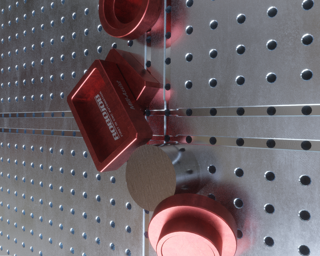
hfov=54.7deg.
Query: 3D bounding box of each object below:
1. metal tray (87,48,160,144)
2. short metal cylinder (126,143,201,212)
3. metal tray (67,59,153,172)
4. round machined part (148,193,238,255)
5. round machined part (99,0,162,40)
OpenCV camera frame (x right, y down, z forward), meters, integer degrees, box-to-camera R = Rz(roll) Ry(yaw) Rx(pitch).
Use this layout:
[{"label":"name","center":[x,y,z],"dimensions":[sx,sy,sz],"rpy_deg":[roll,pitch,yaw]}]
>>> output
[{"label":"metal tray","center":[-0.066,-0.039,0.458],"dimensions":[0.090,0.030,0.129],"rpy_deg":[48,118,28]},{"label":"short metal cylinder","center":[0.003,0.059,0.389],"dimensions":[0.080,0.050,0.079],"rpy_deg":[0,90,39]},{"label":"metal tray","center":[-0.073,-0.017,0.424],"dimensions":[0.090,0.030,0.130],"rpy_deg":[-43,65,31]},{"label":"round machined part","center":[0.034,0.124,0.339],"dimensions":[0.098,0.042,0.097],"rpy_deg":[6,117,12]},{"label":"round machined part","center":[-0.037,-0.170,0.427],"dimensions":[0.098,0.042,0.097],"rpy_deg":[0,90,39]}]
